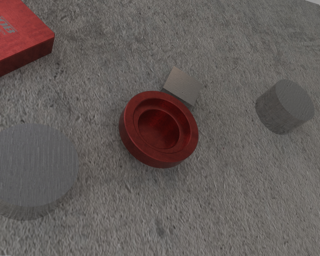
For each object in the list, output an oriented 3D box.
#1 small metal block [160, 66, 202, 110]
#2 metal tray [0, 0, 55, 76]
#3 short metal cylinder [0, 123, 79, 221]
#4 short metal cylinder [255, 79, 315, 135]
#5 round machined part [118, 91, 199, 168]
[{"bbox_3d":[0.028,-0.055,0.453,0.050,0.025,0.050,31,52,-9],"label":"small metal block"},{"bbox_3d":[-0.205,-0.128,0.369,0.130,0.030,0.090,45,51,3],"label":"metal tray"},{"bbox_3d":[-0.123,0.042,0.296,0.081,0.050,0.080,14,56,-21],"label":"short metal cylinder"},{"bbox_3d":[0.209,-0.035,0.522,0.081,0.050,0.080,14,56,-21],"label":"short metal cylinder"},{"bbox_3d":[-0.005,0.005,0.387,0.099,0.042,0.098,14,56,-21],"label":"round machined part"}]
